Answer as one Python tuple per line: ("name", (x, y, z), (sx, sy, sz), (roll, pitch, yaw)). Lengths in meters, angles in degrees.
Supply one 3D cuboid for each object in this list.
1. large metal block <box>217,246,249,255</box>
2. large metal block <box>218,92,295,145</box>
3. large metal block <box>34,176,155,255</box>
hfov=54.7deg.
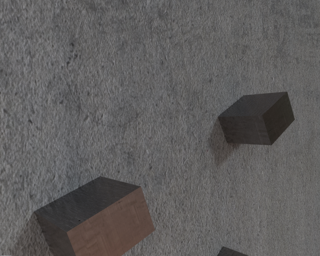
("large metal block", (0.114, 0.250, 0.484), (0.080, 0.050, 0.080), (-46, 118, -30))
("large metal block", (0.155, -0.016, 0.498), (0.081, 0.080, 0.050), (-36, 113, -34))
("large metal block", (-0.066, 0.094, 0.313), (0.081, 0.080, 0.050), (-26, 107, -37))
